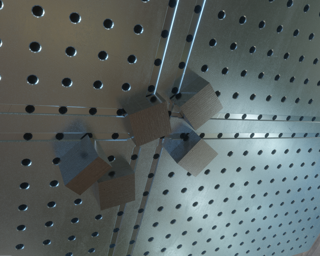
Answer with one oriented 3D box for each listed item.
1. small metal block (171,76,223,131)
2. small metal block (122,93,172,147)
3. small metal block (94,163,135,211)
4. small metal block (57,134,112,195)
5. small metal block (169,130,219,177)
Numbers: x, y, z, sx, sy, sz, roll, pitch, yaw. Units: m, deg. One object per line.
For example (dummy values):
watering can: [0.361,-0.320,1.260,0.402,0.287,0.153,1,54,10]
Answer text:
small metal block: [0.051,-0.033,0.421,0.050,0.025,0.050,-39,130,-2]
small metal block: [-0.016,-0.010,0.398,0.050,0.025,0.050,-22,127,-15]
small metal block: [-0.063,0.081,0.428,0.050,0.025,0.050,-12,124,-22]
small metal block: [-0.092,0.043,0.373,0.050,0.050,0.025,-41,130,0]
small metal block: [0.051,0.039,0.466,0.050,0.025,0.050,-47,130,4]
